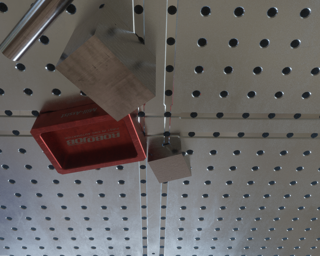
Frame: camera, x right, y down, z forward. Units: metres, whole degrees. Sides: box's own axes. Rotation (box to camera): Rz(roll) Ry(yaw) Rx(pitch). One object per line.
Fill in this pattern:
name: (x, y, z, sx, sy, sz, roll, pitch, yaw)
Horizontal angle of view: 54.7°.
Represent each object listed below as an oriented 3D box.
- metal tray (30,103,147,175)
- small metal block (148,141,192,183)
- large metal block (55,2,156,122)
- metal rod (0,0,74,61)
metal tray: (-0.092, 0.014, 0.418, 0.131, 0.030, 0.090, -11, 130, 8)
small metal block: (0.015, 0.051, 0.456, 0.050, 0.025, 0.050, -15, 129, 12)
large metal block: (-0.049, -0.068, 0.317, 0.050, 0.080, 0.080, -32, 124, 24)
metal rod: (-0.052, -0.161, 0.273, 0.299, 0.025, 0.025, -35, 122, 25)
